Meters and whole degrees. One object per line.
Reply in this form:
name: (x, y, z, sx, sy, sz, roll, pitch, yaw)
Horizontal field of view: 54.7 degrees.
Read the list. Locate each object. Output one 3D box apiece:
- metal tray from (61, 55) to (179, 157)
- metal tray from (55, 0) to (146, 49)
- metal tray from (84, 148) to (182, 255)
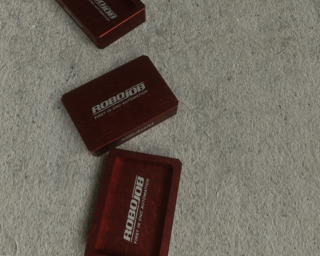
metal tray: (-0.052, -0.031, 0.416, 0.131, 0.030, 0.090, -29, 73, -10)
metal tray: (-0.095, -0.193, 0.475, 0.090, 0.030, 0.130, -38, 75, -13)
metal tray: (-0.028, 0.096, 0.369, 0.090, 0.030, 0.130, 10, 70, 3)
